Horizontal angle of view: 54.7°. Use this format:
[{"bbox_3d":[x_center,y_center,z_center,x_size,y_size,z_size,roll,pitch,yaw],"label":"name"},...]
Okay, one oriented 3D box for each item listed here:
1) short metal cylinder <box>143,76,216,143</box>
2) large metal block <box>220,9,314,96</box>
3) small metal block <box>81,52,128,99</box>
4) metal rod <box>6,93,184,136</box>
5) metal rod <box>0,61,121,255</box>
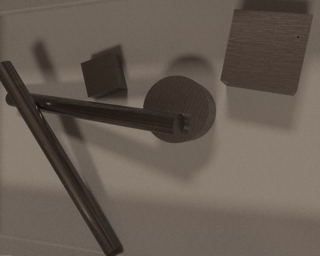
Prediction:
[{"bbox_3d":[0.026,-0.022,0.388,0.080,0.050,0.079,0,90,19],"label":"short metal cylinder"},{"bbox_3d":[0.120,-0.085,0.355,0.080,0.050,0.079,12,94,19],"label":"large metal block"},{"bbox_3d":[-0.079,-0.073,0.437,0.050,0.025,0.050,-15,85,19],"label":"small metal block"},{"bbox_3d":[-0.106,-0.025,0.414,0.300,0.025,0.025,10,93,31],"label":"metal rod"},{"bbox_3d":[-0.143,0.041,0.433,0.025,0.025,0.299,-31,90,17],"label":"metal rod"}]
